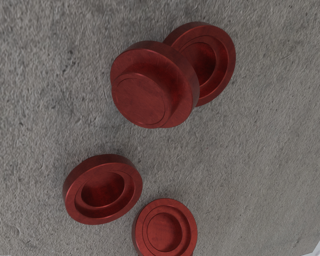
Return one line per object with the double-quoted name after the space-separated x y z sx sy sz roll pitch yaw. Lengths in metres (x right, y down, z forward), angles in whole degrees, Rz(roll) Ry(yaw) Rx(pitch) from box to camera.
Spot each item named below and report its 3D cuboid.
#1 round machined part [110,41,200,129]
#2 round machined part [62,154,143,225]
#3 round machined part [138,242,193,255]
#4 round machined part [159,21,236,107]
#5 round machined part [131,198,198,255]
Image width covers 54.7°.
-0.011 -0.038 0.327 0.042 0.098 0.097 -54 143 -42 "round machined part"
-0.076 0.074 0.400 0.099 0.042 0.097 -14 124 -21 "round machined part"
0.004 0.216 0.531 0.099 0.042 0.097 -14 124 -21 "round machined part"
0.037 -0.077 0.368 0.099 0.042 0.097 -14 124 -21 "round machined part"
0.004 0.160 0.473 0.099 0.098 0.042 -9 162 -24 "round machined part"
